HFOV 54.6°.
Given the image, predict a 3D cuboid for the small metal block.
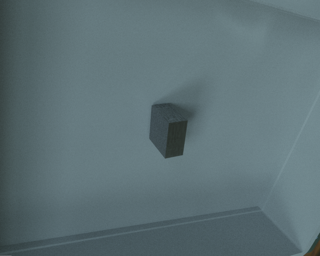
[{"bbox_3d":[0.009,0.003,0.394,0.025,0.050,0.050,-9,122,-24],"label":"small metal block"}]
